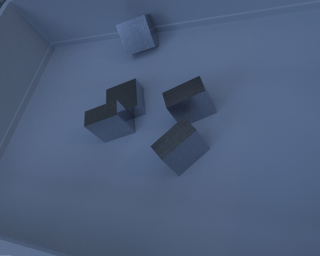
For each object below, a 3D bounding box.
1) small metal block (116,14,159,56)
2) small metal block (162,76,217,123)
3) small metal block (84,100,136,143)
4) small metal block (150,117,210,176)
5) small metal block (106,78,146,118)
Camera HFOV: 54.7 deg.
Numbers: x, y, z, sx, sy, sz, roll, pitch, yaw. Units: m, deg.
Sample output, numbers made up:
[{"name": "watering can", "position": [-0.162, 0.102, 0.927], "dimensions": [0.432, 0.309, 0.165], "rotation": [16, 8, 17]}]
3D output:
[{"name": "small metal block", "position": [-0.035, -0.148, 0.495], "dimensions": [0.050, 0.050, 0.025], "rotation": [-13, 18, 20]}, {"name": "small metal block", "position": [0.038, -0.031, 0.388], "dimensions": [0.050, 0.050, 0.025], "rotation": [-24, 53, 13]}, {"name": "small metal block", "position": [-0.068, -0.008, 0.429], "dimensions": [0.050, 0.050, 0.025], "rotation": [-18, 55, 17]}, {"name": "small metal block", "position": [0.025, 0.023, 0.362], "dimensions": [0.050, 0.050, 0.025], "rotation": [-42, 51, -1]}, {"name": "small metal block", "position": [-0.051, -0.039, 0.454], "dimensions": [0.050, 0.025, 0.050], "rotation": [-18, 55, 17]}]
